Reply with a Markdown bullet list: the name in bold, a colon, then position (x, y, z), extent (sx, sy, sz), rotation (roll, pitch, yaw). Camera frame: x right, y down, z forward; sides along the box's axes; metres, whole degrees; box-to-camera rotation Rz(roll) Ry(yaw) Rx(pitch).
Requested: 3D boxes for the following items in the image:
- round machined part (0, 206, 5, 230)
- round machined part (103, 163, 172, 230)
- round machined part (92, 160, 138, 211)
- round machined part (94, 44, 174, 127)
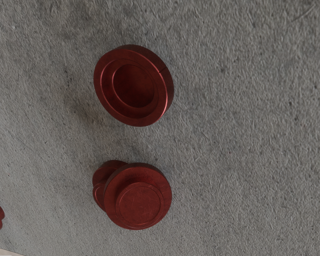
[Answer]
- **round machined part**: position (-0.416, 0.207, 0.743), extent (0.098, 0.042, 0.097), rotation (13, 124, 21)
- **round machined part**: position (-0.031, 0.102, 0.442), extent (0.099, 0.042, 0.097), rotation (-2, 102, -10)
- **round machined part**: position (-0.068, 0.103, 0.496), extent (0.098, 0.042, 0.097), rotation (13, 124, 21)
- **round machined part**: position (-0.028, -0.054, 0.377), extent (0.098, 0.042, 0.097), rotation (13, 124, 21)
